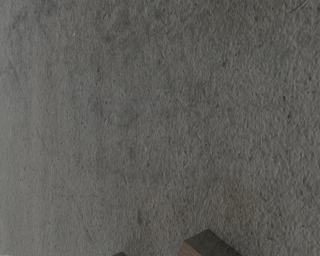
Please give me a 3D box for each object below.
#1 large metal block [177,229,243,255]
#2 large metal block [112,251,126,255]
[{"bbox_3d":[0.057,0.175,0.342,0.080,0.050,0.079,31,109,35],"label":"large metal block"},{"bbox_3d":[-0.061,0.224,0.420,0.080,0.081,0.050,25,106,37],"label":"large metal block"}]
